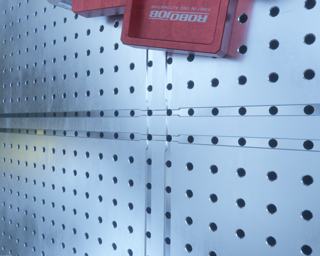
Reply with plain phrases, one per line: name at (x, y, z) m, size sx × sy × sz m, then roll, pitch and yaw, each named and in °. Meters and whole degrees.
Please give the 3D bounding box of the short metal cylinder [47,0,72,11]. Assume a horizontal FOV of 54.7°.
short metal cylinder at (-0.149, -0.239, 0.516) m, size 0.080 × 0.050 × 0.079 m, roll 0°, pitch 90°, yaw 40°

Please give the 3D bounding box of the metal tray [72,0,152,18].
metal tray at (-0.069, -0.214, 0.449) m, size 0.130 × 0.030 × 0.089 m, roll 6°, pitch 94°, yaw 30°

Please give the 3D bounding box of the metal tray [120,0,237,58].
metal tray at (0.020, -0.137, 0.369) m, size 0.130 × 0.030 × 0.089 m, roll 13°, pitch 98°, yaw 25°
